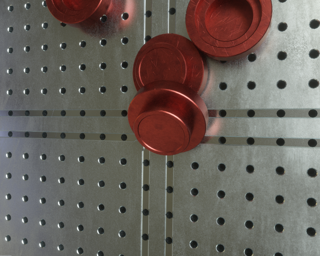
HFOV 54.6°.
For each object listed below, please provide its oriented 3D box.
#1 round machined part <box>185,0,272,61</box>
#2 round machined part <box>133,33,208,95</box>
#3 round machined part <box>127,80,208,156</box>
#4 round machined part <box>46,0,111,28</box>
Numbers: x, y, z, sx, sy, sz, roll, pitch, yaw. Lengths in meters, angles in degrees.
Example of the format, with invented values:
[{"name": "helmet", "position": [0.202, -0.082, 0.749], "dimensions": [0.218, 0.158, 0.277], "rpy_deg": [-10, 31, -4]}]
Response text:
[{"name": "round machined part", "position": [0.084, -0.130, 0.374], "dimensions": [0.098, 0.042, 0.097], "rpy_deg": [0, 90, 20]}, {"name": "round machined part", "position": [0.008, -0.072, 0.396], "dimensions": [0.098, 0.042, 0.097], "rpy_deg": [2, 96, 23]}, {"name": "round machined part", "position": [0.007, -0.005, 0.375], "dimensions": [0.098, 0.042, 0.097], "rpy_deg": [9, 130, 12]}, {"name": "round machined part", "position": [-0.110, -0.192, 0.443], "dimensions": [0.098, 0.042, 0.097], "rpy_deg": [0, 90, 20]}]
